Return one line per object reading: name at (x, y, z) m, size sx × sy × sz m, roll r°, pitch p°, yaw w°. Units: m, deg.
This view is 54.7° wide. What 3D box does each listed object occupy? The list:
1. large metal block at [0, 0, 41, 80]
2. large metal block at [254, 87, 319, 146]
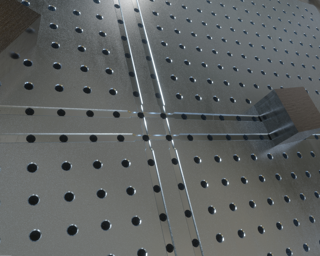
large metal block at (-0.198, -0.112, 0.355) m, size 0.080 × 0.050 × 0.080 m, roll 30°, pitch 52°, yaw -10°
large metal block at (0.222, -0.021, 0.528) m, size 0.081 × 0.050 × 0.080 m, roll -8°, pitch 66°, yaw -32°
